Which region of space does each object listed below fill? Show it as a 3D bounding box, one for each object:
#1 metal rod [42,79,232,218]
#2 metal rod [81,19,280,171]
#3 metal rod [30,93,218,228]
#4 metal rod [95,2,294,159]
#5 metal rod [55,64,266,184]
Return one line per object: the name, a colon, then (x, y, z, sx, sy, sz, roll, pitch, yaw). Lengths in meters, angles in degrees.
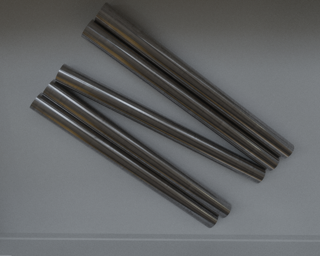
metal rod: (-0.022, 0.035, 0.423, 0.301, 0.025, 0.025, 36, 106, -13)
metal rod: (0.035, -0.034, 0.397, 0.301, 0.025, 0.025, 35, 106, -12)
metal rod: (-0.040, 0.051, 0.428, 0.301, 0.025, 0.025, 36, 106, -13)
metal rod: (0.052, -0.052, 0.391, 0.301, 0.025, 0.025, 35, 106, -12)
metal rod: (0.008, -0.001, 0.410, 0.301, 0.025, 0.025, 27, 108, -10)
